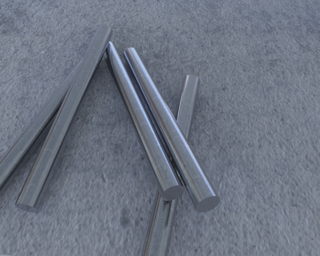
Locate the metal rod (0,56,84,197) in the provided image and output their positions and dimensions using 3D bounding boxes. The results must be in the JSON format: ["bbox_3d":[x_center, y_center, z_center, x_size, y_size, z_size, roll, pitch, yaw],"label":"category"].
[{"bbox_3d":[-0.155,-0.005,0.405,0.025,0.025,0.300,15,51,11],"label":"metal rod"}]

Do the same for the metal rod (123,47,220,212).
[{"bbox_3d":[-0.001,-0.024,0.398,0.025,0.025,0.300,-14,44,-12],"label":"metal rod"}]

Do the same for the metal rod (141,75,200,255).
[{"bbox_3d":[0.017,0.043,0.367,0.025,0.025,0.300,9,50,7],"label":"metal rod"}]

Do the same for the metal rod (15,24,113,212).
[{"bbox_3d":[-0.115,-0.036,0.414,0.025,0.025,0.300,8,55,6],"label":"metal rod"}]

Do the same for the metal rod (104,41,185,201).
[{"bbox_3d":[-0.036,-0.033,0.412,0.025,0.025,0.300,-15,46,-13],"label":"metal rod"}]
